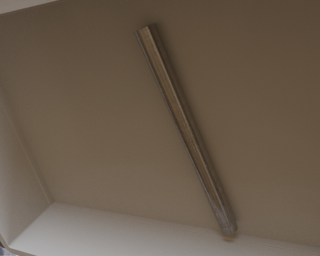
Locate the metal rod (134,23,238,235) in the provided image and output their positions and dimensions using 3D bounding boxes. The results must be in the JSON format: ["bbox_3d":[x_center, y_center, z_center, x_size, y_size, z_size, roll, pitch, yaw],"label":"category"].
[{"bbox_3d":[0.041,0.016,0.397,0.025,0.025,0.299,-12,113,33],"label":"metal rod"}]
